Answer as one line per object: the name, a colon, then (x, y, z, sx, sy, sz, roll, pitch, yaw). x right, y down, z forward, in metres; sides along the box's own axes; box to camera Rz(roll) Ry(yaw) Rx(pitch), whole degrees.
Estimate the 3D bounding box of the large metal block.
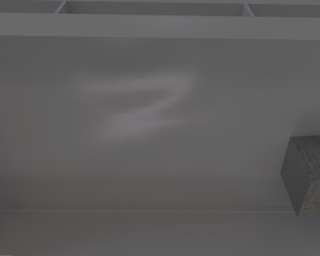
large metal block: (0.212, 0.067, 0.432, 0.050, 0.080, 0.080, -3, 130, 3)
